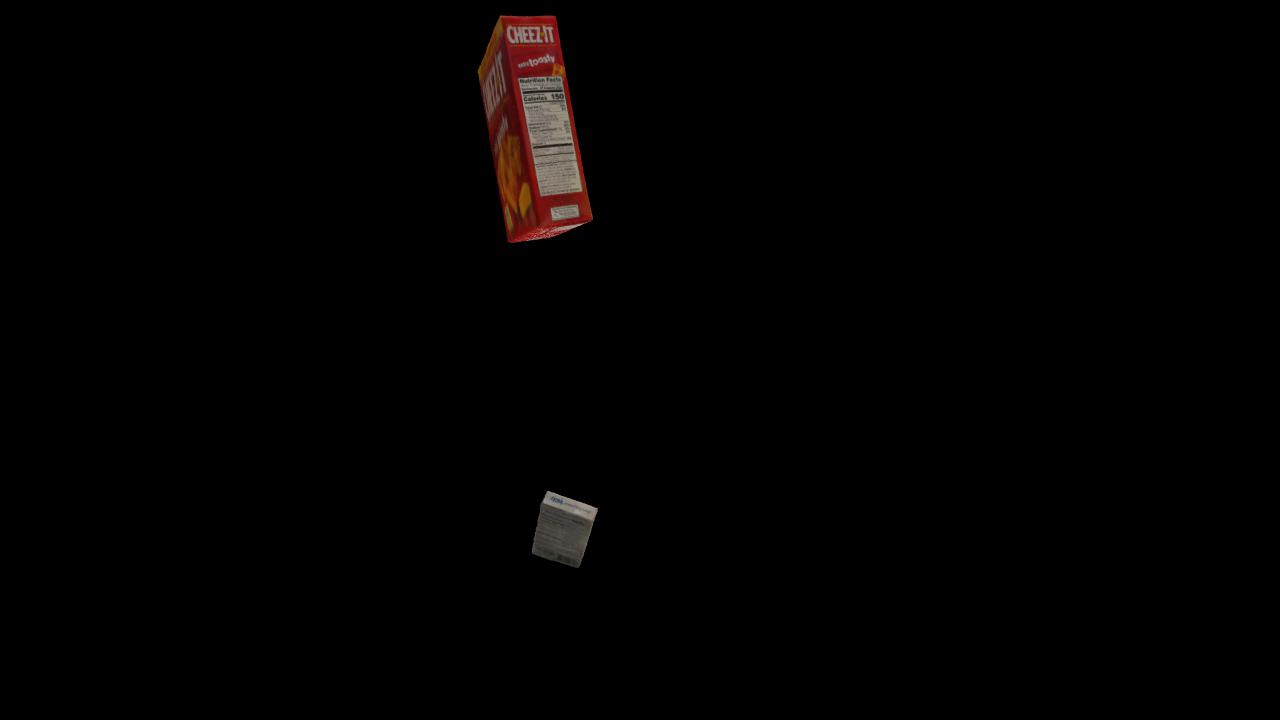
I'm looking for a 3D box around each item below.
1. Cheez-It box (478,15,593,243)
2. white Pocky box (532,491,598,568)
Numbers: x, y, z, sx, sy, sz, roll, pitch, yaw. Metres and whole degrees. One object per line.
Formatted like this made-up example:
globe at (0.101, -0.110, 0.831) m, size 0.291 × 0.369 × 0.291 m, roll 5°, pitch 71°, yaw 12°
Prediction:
Cheez-It box at (-0.130, -0.260, 0.731) m, size 0.071 × 0.223 × 0.166 m, roll -12°, pitch 9°, yaw -23°
white Pocky box at (-0.120, 0.268, 0.959) m, size 0.084 × 0.154 × 0.028 m, roll 18°, pitch 43°, yaw 1°
